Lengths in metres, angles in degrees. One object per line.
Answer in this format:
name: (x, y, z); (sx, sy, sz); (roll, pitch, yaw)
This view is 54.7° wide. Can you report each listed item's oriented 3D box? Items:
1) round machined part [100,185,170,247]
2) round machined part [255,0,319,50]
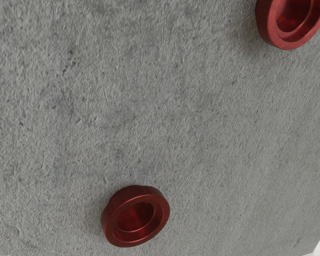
round machined part: (-0.038, 0.122, 0.450); (0.099, 0.042, 0.097); (-14, 124, -21)
round machined part: (0.160, -0.152, 0.389); (0.099, 0.042, 0.097); (-14, 124, -21)
